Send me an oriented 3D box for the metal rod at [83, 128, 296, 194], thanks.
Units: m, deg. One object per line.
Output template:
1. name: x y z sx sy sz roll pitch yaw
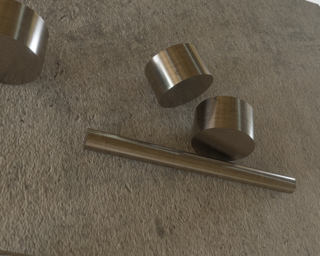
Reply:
1. metal rod: 0.053 0.048 0.402 0.302 0.025 0.025 15 56 -20

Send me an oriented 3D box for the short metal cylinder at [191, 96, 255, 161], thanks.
1. short metal cylinder: 0.084 0.003 0.412 0.080 0.080 0.050 22 54 -16

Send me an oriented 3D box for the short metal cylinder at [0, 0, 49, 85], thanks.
1. short metal cylinder: -0.166 -0.091 0.334 0.081 0.080 0.050 12 57 -22

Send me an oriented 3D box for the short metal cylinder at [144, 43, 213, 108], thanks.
1. short metal cylinder: 0.026 -0.070 0.425 0.081 0.080 0.050 -13 69 -34

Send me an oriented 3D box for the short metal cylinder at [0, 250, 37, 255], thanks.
1. short metal cylinder: -0.112 0.134 0.226 0.050 0.080 0.080 19 55 -18
